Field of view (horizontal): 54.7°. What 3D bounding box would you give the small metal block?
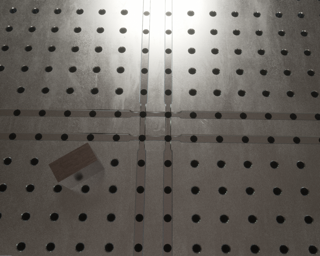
[{"bbox_3d":[-0.100,0.048,0.380,0.050,0.050,0.025,-30,73,-11],"label":"small metal block"}]
